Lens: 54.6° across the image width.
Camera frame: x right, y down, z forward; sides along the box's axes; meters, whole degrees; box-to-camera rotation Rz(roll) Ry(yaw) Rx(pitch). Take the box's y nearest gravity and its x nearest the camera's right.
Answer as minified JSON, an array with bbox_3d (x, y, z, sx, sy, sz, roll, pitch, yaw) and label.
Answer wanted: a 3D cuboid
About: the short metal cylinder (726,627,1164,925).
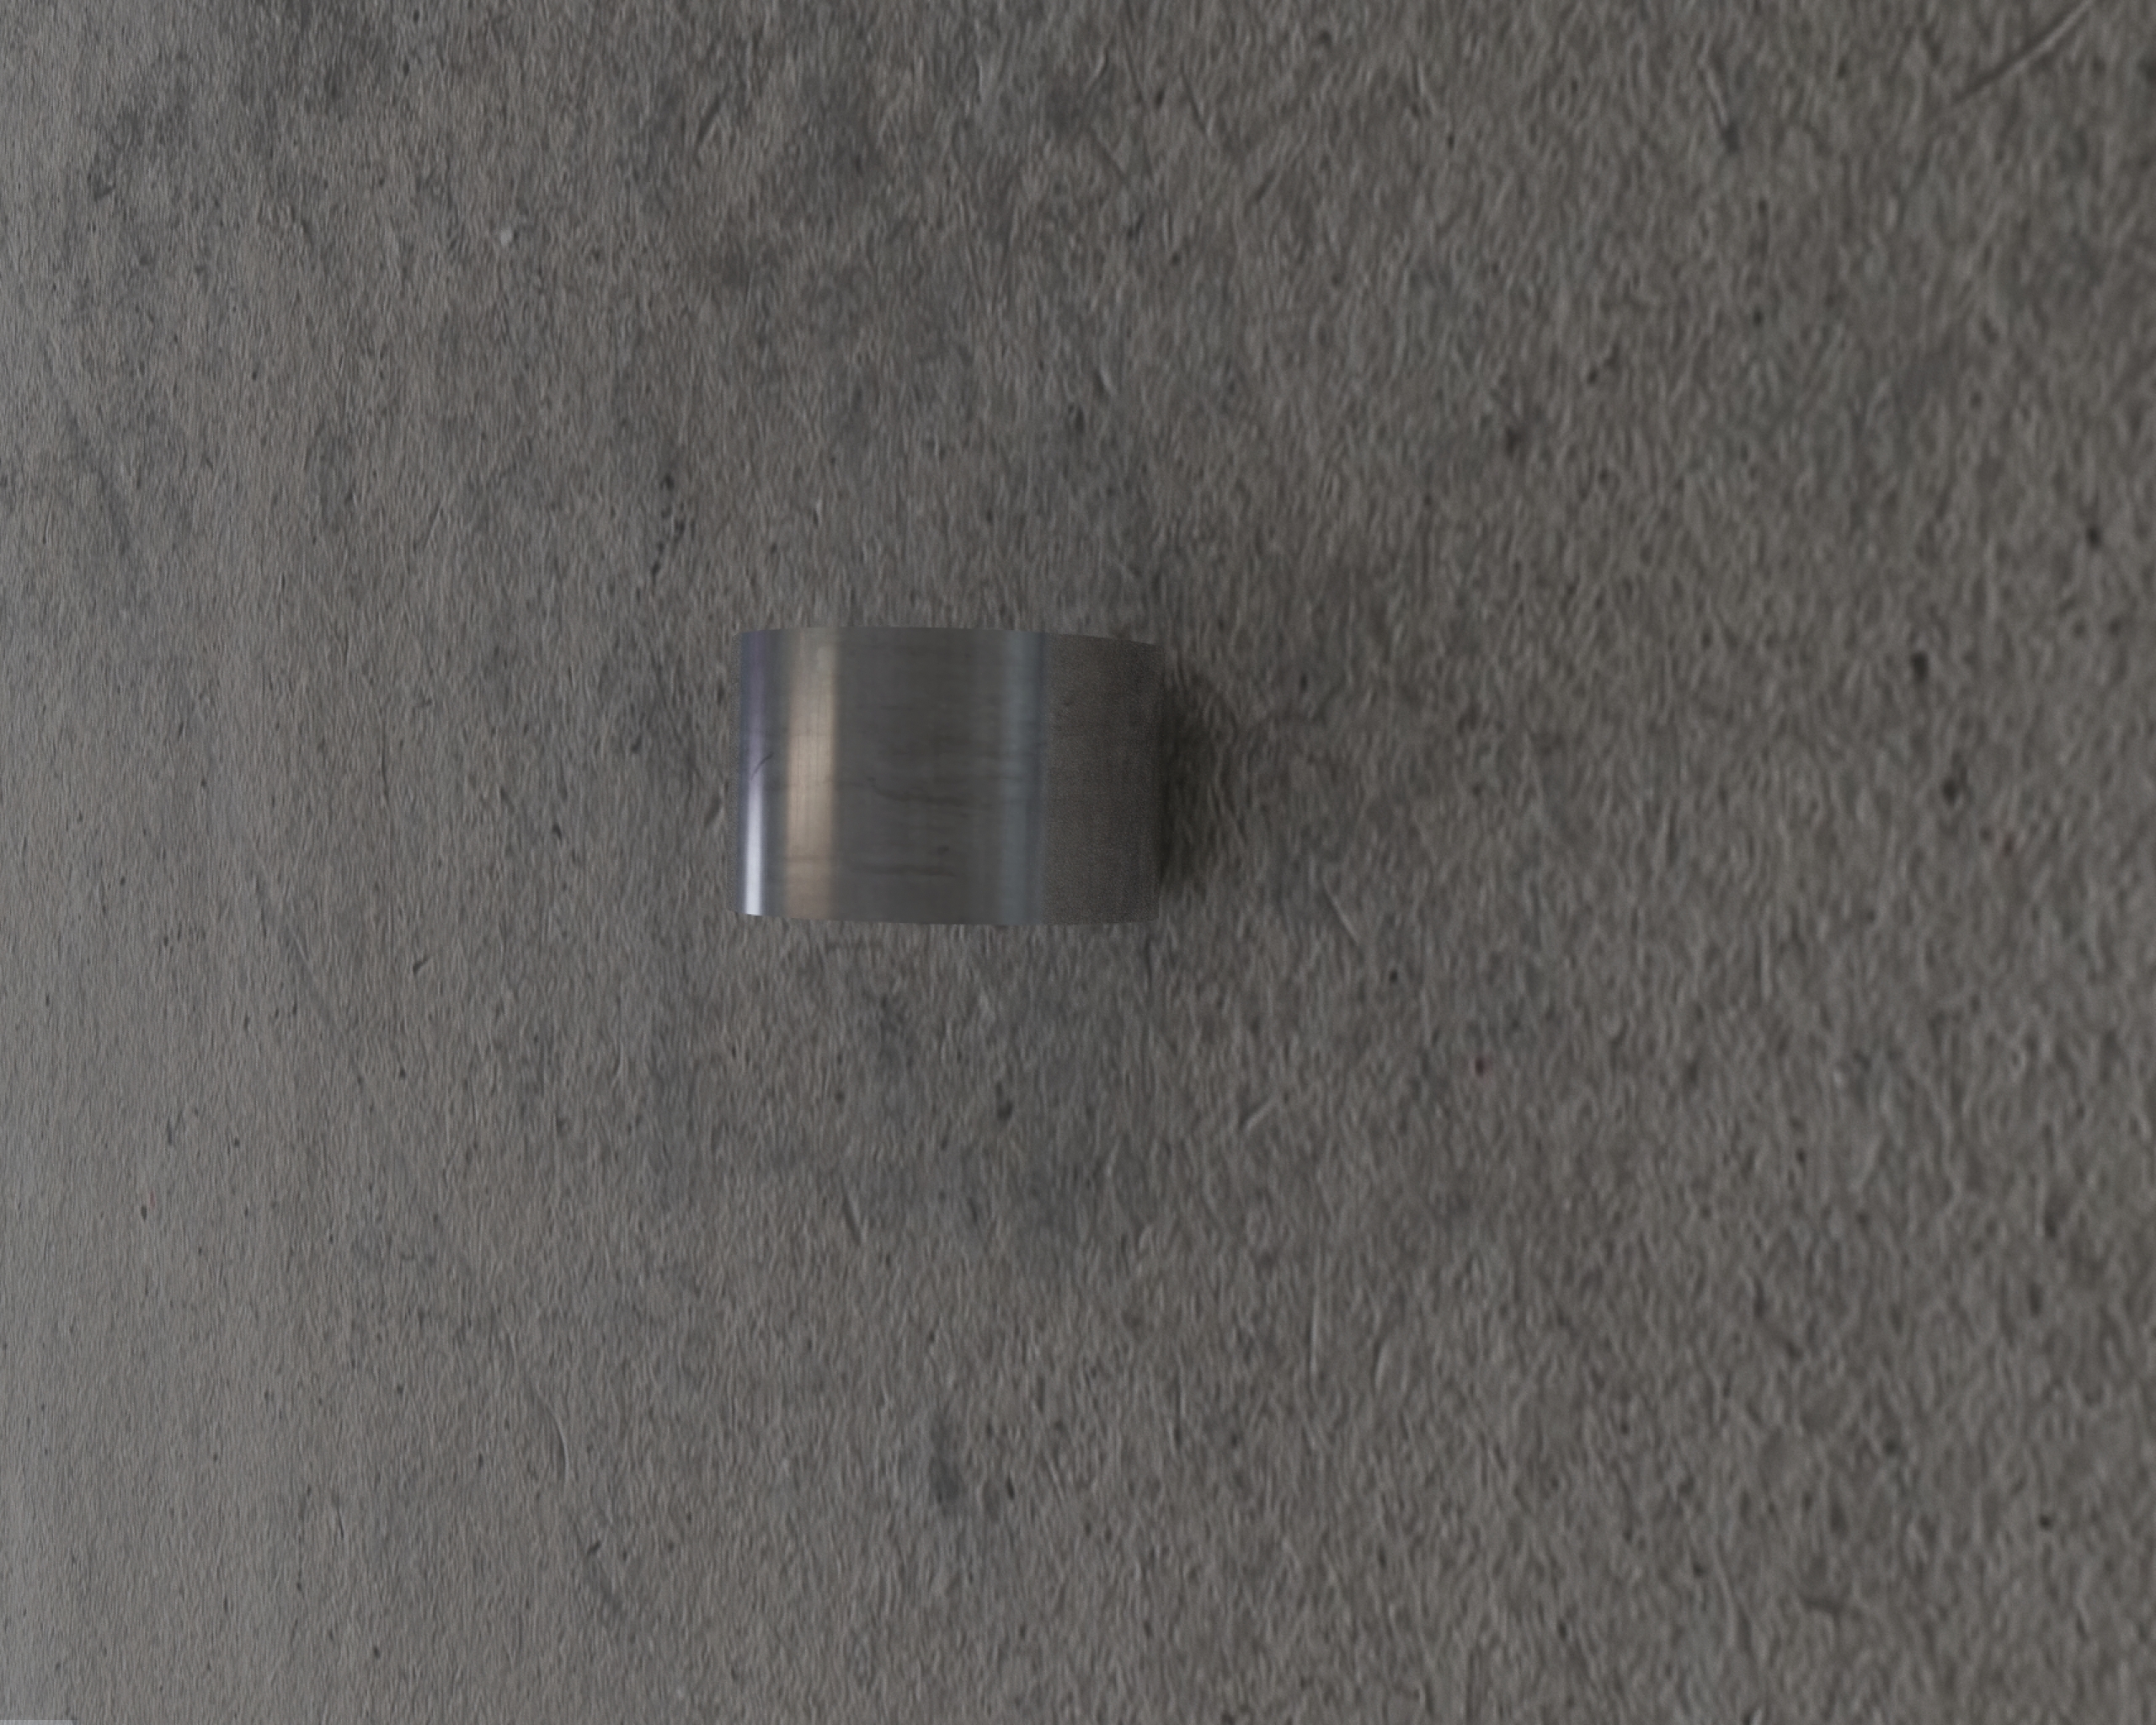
[{"bbox_3d":[-0.024,-0.016,0.390,0.080,0.081,0.050,3,92,40],"label":"short metal cylinder"}]
